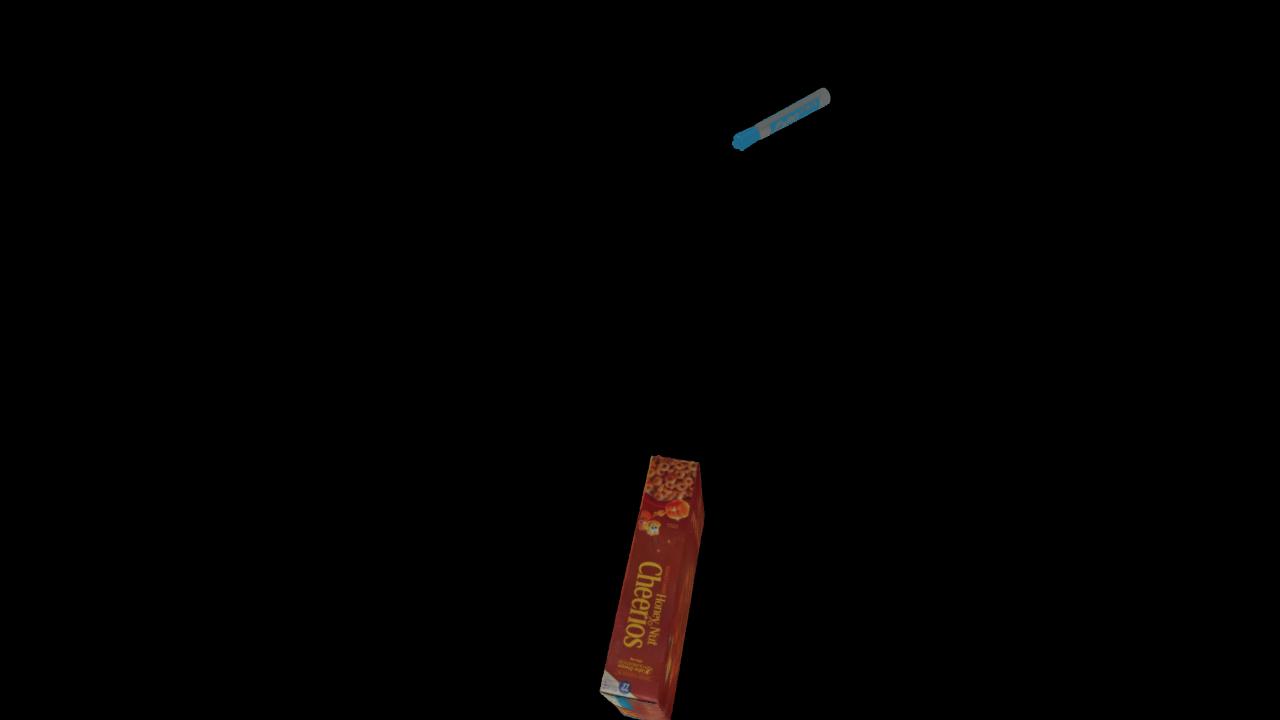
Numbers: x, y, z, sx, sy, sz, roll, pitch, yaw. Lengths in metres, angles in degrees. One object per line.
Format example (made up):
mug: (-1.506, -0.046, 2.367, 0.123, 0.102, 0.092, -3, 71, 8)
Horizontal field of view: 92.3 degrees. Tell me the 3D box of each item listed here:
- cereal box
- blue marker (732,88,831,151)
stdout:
cereal box: (0.027, 0.313, 0.842, 0.081, 0.306, 0.203, 7, -34, 13)
blue marker: (0.151, -0.258, 0.661, 0.121, 0.020, 0.020, -30, 5, -9)
